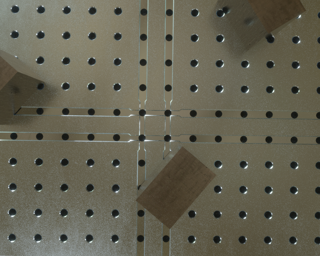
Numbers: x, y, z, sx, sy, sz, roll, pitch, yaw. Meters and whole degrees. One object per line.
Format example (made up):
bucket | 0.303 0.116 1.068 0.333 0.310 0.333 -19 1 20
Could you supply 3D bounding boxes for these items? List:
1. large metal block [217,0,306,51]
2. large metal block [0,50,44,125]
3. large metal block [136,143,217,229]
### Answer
large metal block | 0.122 -0.153 0.387 0.050 0.080 0.080 -32 90 0
large metal block | -0.204 -0.050 0.383 0.050 0.080 0.080 42 90 -1
large metal block | 0.018 0.067 0.386 0.050 0.080 0.080 41 90 -1
